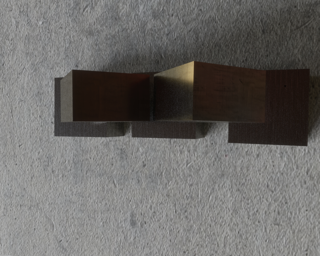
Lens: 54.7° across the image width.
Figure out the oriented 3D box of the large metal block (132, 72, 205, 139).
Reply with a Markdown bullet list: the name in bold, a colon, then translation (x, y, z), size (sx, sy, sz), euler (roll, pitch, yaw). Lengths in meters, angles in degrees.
- **large metal block**: translation (0.012, -0.028, 0.392), size (0.080, 0.050, 0.079), euler (1, 90, 19)

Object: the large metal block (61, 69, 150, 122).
- **large metal block**: translation (-0.065, -0.032, 0.349), size (0.081, 0.080, 0.050), euler (-1, 91, -26)

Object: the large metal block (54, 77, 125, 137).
- **large metal block**: translation (-0.097, -0.028, 0.430), size (0.080, 0.050, 0.079), euler (0, 90, 19)

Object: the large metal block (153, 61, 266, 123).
- **large metal block**: translation (0.047, -0.031, 0.313), size (0.080, 0.081, 0.050), euler (2, 90, 64)

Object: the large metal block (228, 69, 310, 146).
- **large metal block**: translation (0.123, -0.022, 0.354), size (0.080, 0.050, 0.079), euler (2, 91, 19)
